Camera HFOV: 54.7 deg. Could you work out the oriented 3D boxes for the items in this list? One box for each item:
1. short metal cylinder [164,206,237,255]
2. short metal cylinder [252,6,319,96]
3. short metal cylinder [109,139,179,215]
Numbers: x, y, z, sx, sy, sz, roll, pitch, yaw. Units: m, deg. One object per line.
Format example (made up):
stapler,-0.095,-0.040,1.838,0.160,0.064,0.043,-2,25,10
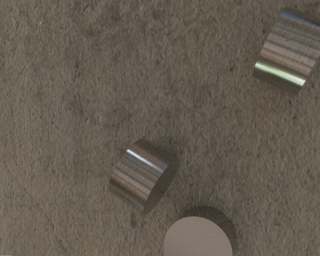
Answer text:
short metal cylinder,0.051,0.141,0.377,0.080,0.050,0.079,0,90,19
short metal cylinder,0.141,-0.081,0.330,0.050,0.080,0.080,29,99,17
short metal cylinder,-0.018,0.060,0.385,0.050,0.080,0.080,30,100,17
